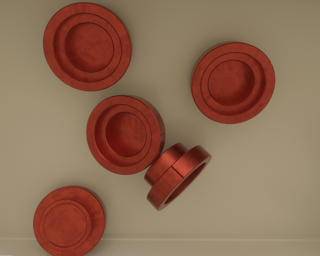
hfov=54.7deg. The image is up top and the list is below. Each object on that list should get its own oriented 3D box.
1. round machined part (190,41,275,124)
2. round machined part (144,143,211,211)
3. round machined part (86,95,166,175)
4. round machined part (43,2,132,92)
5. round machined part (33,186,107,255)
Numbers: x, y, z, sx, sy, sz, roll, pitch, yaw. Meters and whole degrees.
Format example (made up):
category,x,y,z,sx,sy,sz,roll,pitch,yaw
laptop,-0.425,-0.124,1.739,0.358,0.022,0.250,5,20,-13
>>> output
category,x,y,z,sx,sy,sz,roll,pitch,yaw
round machined part,0.086,-0.057,0.382,0.099,0.042,0.097,0,110,-1
round machined part,0.018,0.057,0.402,0.042,0.098,0.098,44,107,17
round machined part,-0.039,0.007,0.392,0.098,0.042,0.097,2,98,18
round machined part,-0.081,-0.095,0.366,0.099,0.042,0.097,0,110,-1
round machined part,-0.126,0.130,0.428,0.099,0.042,0.097,0,83,-3
